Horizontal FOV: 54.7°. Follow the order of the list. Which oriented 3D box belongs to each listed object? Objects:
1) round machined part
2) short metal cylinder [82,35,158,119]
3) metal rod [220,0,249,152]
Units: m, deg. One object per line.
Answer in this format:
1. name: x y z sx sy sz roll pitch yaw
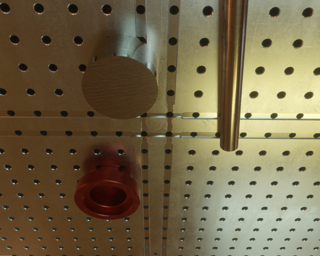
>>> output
1. round machined part: -0.080 0.097 0.482 0.099 0.042 0.097 0 130 0
2. short metal cylinder: -0.042 -0.056 0.347 0.081 0.050 0.079 0 130 0
3. metal rod: 0.080 -0.089 0.336 0.025 0.025 0.298 -5 130 4
